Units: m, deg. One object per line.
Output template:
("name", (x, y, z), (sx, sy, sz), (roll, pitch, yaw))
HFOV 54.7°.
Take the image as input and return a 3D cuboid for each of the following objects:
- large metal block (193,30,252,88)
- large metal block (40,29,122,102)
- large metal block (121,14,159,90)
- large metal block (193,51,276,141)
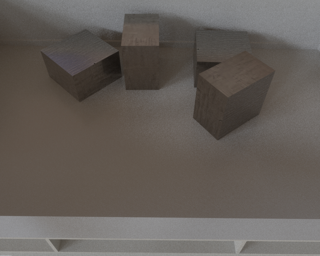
("large metal block", (0.095, -0.107, 0.480), (0.081, 0.050, 0.080), (2, 50, 1))
("large metal block", (-0.117, -0.097, 0.468), (0.080, 0.050, 0.080), (38, 59, 27))
("large metal block", (-0.027, -0.114, 0.465), (0.050, 0.080, 0.080), (0, 50, -1))
("large metal block", (0.094, -0.042, 0.406), (0.081, 0.080, 0.050), (-29, 56, -23))
